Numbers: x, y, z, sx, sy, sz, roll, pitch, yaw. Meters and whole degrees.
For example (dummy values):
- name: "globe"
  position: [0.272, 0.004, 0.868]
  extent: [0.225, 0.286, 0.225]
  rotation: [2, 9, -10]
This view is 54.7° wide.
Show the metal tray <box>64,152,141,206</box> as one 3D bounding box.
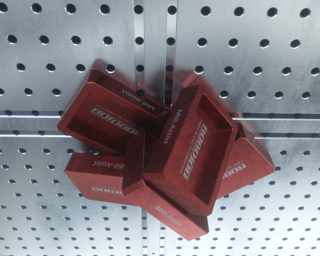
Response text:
- name: "metal tray"
  position: [-0.058, 0.077, 0.441]
  extent: [0.131, 0.030, 0.090]
  rotation: [4, 143, 15]

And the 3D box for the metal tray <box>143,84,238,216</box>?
- name: "metal tray"
  position: [0.042, 0.024, 0.365]
  extent: [0.030, 0.130, 0.090]
  rotation: [-9, 136, 45]

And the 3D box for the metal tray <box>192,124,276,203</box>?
- name: "metal tray"
  position: [0.089, 0.059, 0.458]
  extent: [0.130, 0.030, 0.090]
  rotation: [-34, 123, 25]

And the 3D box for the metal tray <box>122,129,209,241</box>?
- name: "metal tray"
  position: [0.010, 0.073, 0.391]
  extent: [0.030, 0.090, 0.130]
  rotation: [-31, 124, 23]

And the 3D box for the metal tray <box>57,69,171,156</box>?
- name: "metal tray"
  position: [-0.053, -0.007, 0.402]
  extent: [0.131, 0.030, 0.090]
  rotation: [29, 124, -23]
